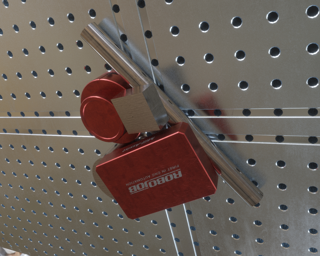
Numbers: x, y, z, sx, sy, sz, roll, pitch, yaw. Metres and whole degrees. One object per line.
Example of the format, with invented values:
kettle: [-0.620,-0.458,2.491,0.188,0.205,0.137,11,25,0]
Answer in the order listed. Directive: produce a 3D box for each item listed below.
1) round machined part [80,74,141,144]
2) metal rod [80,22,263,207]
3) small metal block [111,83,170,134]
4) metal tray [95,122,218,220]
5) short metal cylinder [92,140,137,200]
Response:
round machined part: [-0.067,-0.020,0.417,0.098,0.042,0.097,14,125,21]
metal rod: [0.017,-0.014,0.388,0.300,0.025,0.025,45,129,-4]
small metal block: [-0.024,-0.022,0.375,0.050,0.025,0.050,-8,117,37]
metal tray: [-0.004,0.057,0.391,0.130,0.030,0.090,-24,106,23]
short metal cylinder: [-0.051,0.063,0.455,0.080,0.050,0.079,13,124,21]
